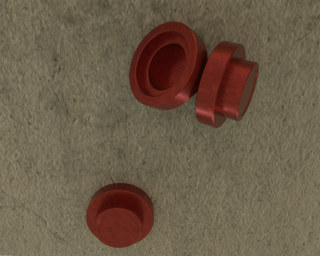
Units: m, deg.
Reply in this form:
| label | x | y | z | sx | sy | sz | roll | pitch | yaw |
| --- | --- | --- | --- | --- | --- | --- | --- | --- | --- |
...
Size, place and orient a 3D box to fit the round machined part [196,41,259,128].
| label | x | y | z | sx | sy | sz | roll | pitch | yaw |
| --- | --- | --- | --- | --- | --- | --- | --- | --- | --- |
| round machined part | 0.080 | -0.046 | 0.351 | 0.042 | 0.099 | 0.097 | 20 | 112 | 23 |

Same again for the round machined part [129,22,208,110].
| label | x | y | z | sx | sy | sz | roll | pitch | yaw |
| --- | --- | --- | --- | --- | --- | --- | --- | --- | --- |
| round machined part | 0.014 | -0.067 | 0.357 | 0.042 | 0.098 | 0.098 | 17 | 114 | -47 |

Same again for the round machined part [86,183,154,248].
| label | x | y | z | sx | sy | sz | roll | pitch | yaw |
| --- | --- | --- | --- | --- | --- | --- | --- | --- | --- |
| round machined part | -0.058 | 0.133 | 0.449 | 0.099 | 0.042 | 0.097 | 0 | 110 | -1 |
